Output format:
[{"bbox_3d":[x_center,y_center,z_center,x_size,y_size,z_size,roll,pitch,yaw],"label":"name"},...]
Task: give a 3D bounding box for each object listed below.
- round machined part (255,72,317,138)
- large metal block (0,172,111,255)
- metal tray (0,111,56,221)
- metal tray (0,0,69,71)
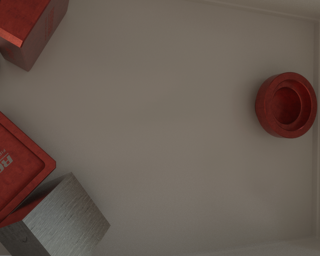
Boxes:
[{"bbox_3d":[0.186,-0.034,0.472,0.099,0.042,0.097,0,90,-21],"label":"round machined part"},{"bbox_3d":[-0.111,0.108,0.333,0.080,0.050,0.080,58,29,-13],"label":"large metal block"},{"bbox_3d":[-0.190,0.056,0.327,0.090,0.030,0.130,48,68,-17],"label":"metal tray"},{"bbox_3d":[-0.125,-0.111,0.309,0.030,0.130,0.090,31,80,-18],"label":"metal tray"}]
